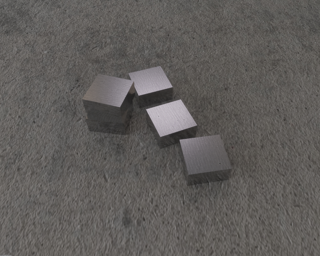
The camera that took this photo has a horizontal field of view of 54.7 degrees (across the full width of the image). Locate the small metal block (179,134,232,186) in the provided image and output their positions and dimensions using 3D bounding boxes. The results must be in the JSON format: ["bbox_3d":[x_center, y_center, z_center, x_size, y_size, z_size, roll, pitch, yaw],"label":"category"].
[{"bbox_3d":[0.053,0.038,0.372,0.050,0.025,0.050,-7,50,-6],"label":"small metal block"}]

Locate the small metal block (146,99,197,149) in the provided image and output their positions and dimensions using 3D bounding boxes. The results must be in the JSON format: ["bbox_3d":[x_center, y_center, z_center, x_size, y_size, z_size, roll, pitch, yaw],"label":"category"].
[{"bbox_3d":[0.014,-0.006,0.408,0.050,0.025,0.050,-17,52,-14],"label":"small metal block"}]

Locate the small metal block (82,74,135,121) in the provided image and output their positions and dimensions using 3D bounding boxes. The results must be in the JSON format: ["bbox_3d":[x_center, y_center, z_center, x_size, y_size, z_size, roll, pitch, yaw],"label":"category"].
[{"bbox_3d":[-0.065,-0.041,0.405,0.050,0.025,0.050,13,51,10],"label":"small metal block"}]

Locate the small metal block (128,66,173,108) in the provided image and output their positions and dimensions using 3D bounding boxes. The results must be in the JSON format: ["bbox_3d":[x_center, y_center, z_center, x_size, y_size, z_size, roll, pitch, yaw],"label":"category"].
[{"bbox_3d":[-0.014,-0.061,0.454,0.050,0.025,0.050,-16,52,-13],"label":"small metal block"}]

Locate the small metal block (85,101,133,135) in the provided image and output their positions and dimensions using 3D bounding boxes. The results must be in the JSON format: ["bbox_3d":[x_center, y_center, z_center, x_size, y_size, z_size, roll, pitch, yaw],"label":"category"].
[{"bbox_3d":[-0.067,-0.020,0.419,0.050,0.025,0.050,7,50,5],"label":"small metal block"}]
